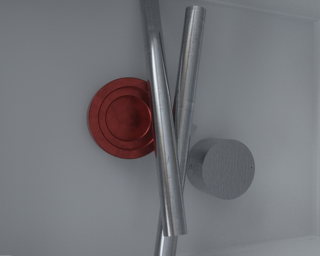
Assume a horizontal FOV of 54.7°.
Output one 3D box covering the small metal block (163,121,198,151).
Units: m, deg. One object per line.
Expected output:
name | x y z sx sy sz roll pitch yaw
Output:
small metal block | 0.017 0.014 0.405 0.025 0.050 0.050 30 80 -18

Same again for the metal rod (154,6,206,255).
metal rod | 0.024 0.005 0.367 0.025 0.025 0.298 8 87 -20

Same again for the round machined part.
round machined part | -0.042 -0.012 0.387 0.099 0.042 0.097 0 90 -21

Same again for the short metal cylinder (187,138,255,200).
short metal cylinder | 0.082 0.054 0.429 0.081 0.050 0.079 0 90 -21

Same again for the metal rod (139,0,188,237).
metal rod | 0.000 -0.032 0.360 0.025 0.025 0.299 0 73 -20
